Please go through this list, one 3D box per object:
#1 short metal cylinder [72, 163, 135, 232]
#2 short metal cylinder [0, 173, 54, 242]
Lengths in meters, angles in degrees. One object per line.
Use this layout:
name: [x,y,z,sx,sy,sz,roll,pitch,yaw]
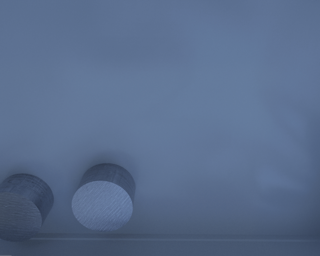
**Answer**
short metal cylinder: [-0.076,0.096,0.433,0.081,0.050,0.079,0,110,0]
short metal cylinder: [-0.199,0.111,0.437,0.081,0.050,0.079,0,110,0]
